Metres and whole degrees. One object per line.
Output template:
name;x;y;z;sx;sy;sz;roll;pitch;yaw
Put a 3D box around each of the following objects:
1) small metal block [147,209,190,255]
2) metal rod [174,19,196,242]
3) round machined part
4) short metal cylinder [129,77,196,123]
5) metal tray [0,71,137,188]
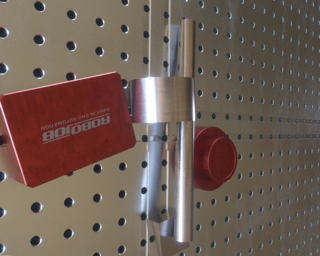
small metal block;0.012;0.143;0.422;0.050;0.025;0.050;-9;96;-40
metal rod;0.035;-0.003;0.422;0.025;0.025;0.298;9;79;-40
round machined part;0.080;0.046;0.468;0.099;0.042;0.097;0;90;-40
short metal cylinder;0.003;-0.033;0.378;0.081;0.080;0.050;-4;93;-40
metal tray;-0.093;-0.004;0.329;0.131;0.030;0.089;-21;104;-38
